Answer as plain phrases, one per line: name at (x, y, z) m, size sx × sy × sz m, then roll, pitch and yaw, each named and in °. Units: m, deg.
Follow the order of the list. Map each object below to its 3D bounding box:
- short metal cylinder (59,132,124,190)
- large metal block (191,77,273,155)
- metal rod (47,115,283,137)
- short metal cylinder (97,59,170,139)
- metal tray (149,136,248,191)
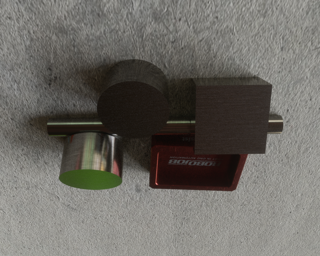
short metal cylinder at (-0.090, 0.047, 0.415) m, size 0.081 × 0.050 × 0.080 m, roll -1°, pitch 151°, yaw 0°
large metal block at (0.079, -0.016, 0.363) m, size 0.081 × 0.050 × 0.079 m, roll -1°, pitch 109°, yaw 0°
metal rod at (0.007, -0.003, 0.408) m, size 0.302 × 0.025 × 0.025 m, roll -1°, pitch 130°, yaw 0°
short metal cylinder at (-0.029, -0.034, 0.363) m, size 0.081 × 0.050 × 0.079 m, roll 0°, pitch 130°, yaw 0°
metal tray at (0.052, 0.050, 0.447) m, size 0.131 × 0.030 × 0.089 m, roll 2°, pitch 130°, yaw -3°
